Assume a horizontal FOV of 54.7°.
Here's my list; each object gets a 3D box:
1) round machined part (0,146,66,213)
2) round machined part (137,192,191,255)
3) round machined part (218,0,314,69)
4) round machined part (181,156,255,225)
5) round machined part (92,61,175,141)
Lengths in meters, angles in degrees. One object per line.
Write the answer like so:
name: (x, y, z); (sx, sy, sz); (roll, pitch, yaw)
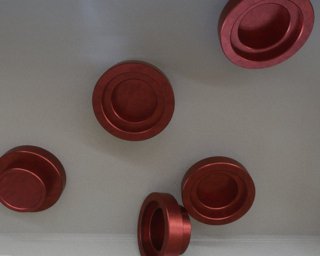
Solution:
round machined part: (-0.185, 0.077, 0.429); (0.099, 0.042, 0.097); (0, 110, 0)
round machined part: (0.007, 0.140, 0.427); (0.042, 0.098, 0.097); (10, 111, -25)
round machined part: (0.114, -0.118, 0.346); (0.099, 0.042, 0.097); (-2, 138, -1)
round machined part: (0.078, 0.083, 0.433); (0.099, 0.042, 0.097); (0, 110, 0)
round machined part: (-0.032, -0.036, 0.388); (0.099, 0.042, 0.097); (0, 110, 0)
